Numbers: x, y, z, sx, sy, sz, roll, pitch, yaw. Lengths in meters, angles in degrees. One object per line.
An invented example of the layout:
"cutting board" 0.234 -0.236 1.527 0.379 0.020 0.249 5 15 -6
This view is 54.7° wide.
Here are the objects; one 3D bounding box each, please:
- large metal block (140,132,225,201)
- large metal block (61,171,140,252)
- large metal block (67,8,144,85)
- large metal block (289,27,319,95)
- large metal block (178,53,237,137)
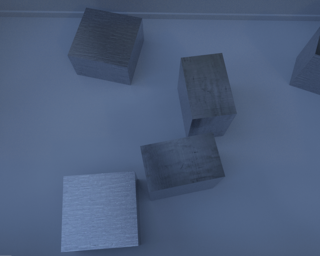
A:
"large metal block" 0.023 0.048 0.363 0.081 0.080 0.050 -11 71 -4
"large metal block" -0.066 0.097 0.360 0.081 0.050 0.080 -4 70 -2
"large metal block" -0.072 -0.114 0.437 0.080 0.050 0.080 12 70 4
"large metal block" 0.233 -0.084 0.412 0.080 0.080 0.050 20 71 7
"large metal block" 0.055 -0.036 0.394 0.050 0.080 0.080 -7 70 -3
